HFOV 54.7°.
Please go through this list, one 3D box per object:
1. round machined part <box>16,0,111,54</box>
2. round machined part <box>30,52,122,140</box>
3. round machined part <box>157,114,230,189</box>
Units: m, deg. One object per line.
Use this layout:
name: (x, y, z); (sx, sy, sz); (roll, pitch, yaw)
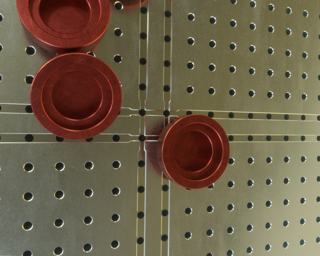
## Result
round machined part: (-0.109, -0.131, 0.358); (0.099, 0.042, 0.097); (3, 81, -17)
round machined part: (-0.097, -0.039, 0.360); (0.099, 0.042, 0.097); (-6, 108, -19)
round machined part: (0.042, 0.031, 0.420); (0.099, 0.042, 0.097); (0, 90, -21)
